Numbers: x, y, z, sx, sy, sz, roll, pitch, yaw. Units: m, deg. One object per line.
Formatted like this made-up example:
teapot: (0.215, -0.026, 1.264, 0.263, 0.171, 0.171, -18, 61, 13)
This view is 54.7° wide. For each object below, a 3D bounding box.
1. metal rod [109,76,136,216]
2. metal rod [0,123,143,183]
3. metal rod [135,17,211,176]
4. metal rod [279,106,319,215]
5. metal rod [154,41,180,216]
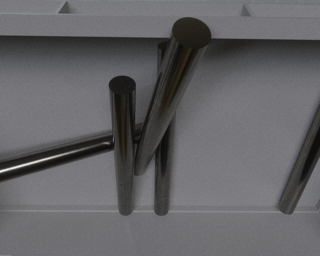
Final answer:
metal rod: (-0.046, 0.049, 0.407, 0.025, 0.025, 0.298, 3, 143, -3)
metal rod: (-0.154, 0.042, 0.365, 0.302, 0.025, 0.025, -15, 133, -19)
metal rod: (-0.006, 0.000, 0.327, 0.025, 0.025, 0.299, 8, 155, -7)
metal rod: (0.215, 0.023, 0.430, 0.025, 0.025, 0.298, 0, 130, 0)
metal rod: (0.006, 0.025, 0.430, 0.025, 0.025, 0.298, 1, 130, -1)
